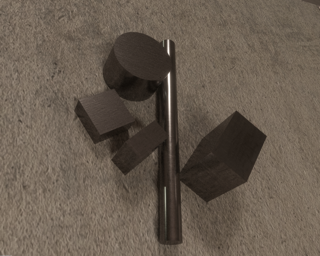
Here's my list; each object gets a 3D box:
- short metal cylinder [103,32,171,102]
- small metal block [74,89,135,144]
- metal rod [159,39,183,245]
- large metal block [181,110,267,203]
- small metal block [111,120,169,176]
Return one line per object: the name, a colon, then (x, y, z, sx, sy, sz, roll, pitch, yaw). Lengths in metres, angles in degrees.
short metal cylinder: (-0.032, -0.083, 0.423, 0.081, 0.050, 0.080, 14, 56, -21)
small metal block: (-0.067, -0.015, 0.378, 0.050, 0.025, 0.050, -25, 75, -37)
metal rod: (0.012, -0.003, 0.413, 0.025, 0.025, 0.299, 14, 56, -21)
large metal block: (0.077, 0.037, 0.390, 0.050, 0.080, 0.080, 40, 51, -1)
small metal block: (-0.024, 0.023, 0.362, 0.025, 0.050, 0.050, 48, 51, 5)
